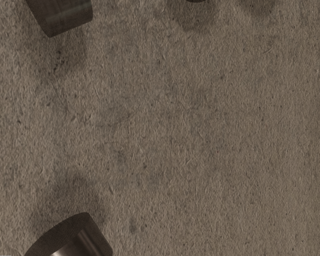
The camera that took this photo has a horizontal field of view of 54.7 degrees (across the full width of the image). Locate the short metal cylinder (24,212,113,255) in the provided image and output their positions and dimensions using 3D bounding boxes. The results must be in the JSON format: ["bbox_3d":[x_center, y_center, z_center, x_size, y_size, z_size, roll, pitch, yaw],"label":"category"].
[{"bbox_3d":[-0.100,0.140,0.344,0.080,0.080,0.050,-32,101,-17],"label":"short metal cylinder"}]

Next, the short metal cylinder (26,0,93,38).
[{"bbox_3d":[-0.116,-0.146,0.337,0.050,0.080,0.080,-30,100,-18],"label":"short metal cylinder"}]

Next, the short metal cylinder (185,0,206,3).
[{"bbox_3d":[0.055,-0.218,0.417,0.081,0.050,0.079,0,90,-21],"label":"short metal cylinder"}]
